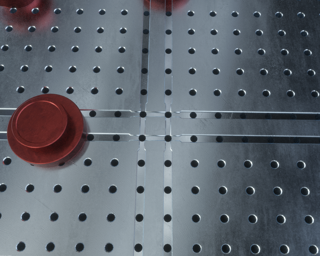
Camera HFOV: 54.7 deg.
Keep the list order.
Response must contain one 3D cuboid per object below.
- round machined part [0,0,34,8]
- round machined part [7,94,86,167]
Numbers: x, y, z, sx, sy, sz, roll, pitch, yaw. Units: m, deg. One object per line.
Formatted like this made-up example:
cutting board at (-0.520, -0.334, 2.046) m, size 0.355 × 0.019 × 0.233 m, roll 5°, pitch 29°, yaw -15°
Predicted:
round machined part at (-0.231, -0.228, 0.483) m, size 0.099 × 0.042 × 0.098 m, roll 0°, pitch 70°, yaw -1°
round machined part at (-0.149, -0.001, 0.401) m, size 0.099 × 0.042 × 0.098 m, roll 0°, pitch 70°, yaw -1°
